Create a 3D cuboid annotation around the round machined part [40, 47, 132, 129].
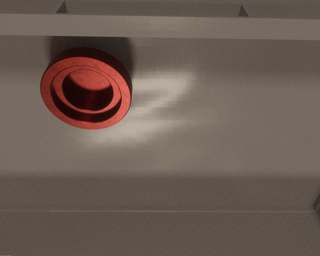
[{"bbox_3d":[-0.081,-0.048,0.356,0.099,0.042,0.097,-1,130,0],"label":"round machined part"}]
